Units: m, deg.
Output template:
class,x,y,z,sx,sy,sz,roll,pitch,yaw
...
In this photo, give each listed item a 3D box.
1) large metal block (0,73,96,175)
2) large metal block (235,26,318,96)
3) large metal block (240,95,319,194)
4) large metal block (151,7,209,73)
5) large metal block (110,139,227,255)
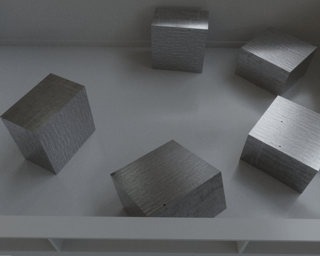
class,x,y,z,sx,sy,sz,roll,pitch,yaw
large metal block,-0.128,-0.005,0.372,0.050,0.080,0.080,22,54,17
large metal block,0.177,-0.103,0.477,0.080,0.050,0.080,37,59,27
large metal block,0.157,0.017,0.375,0.080,0.050,0.080,31,56,23
large metal block,0.031,-0.136,0.483,0.080,0.080,0.050,6,50,4
large metal block,0.008,0.065,0.317,0.081,0.050,0.080,-28,34,-22
